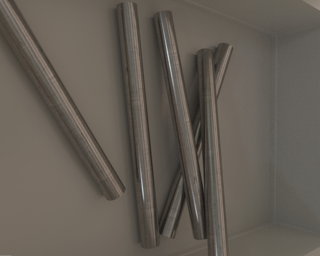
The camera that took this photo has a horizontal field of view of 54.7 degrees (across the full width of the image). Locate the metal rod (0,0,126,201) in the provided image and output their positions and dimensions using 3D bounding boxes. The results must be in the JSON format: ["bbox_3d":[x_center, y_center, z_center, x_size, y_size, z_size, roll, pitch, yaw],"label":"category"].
[{"bbox_3d":[-0.114,-0.049,0.310,0.025,0.025,0.299,-40,115,-33],"label":"metal rod"}]

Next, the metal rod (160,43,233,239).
[{"bbox_3d":[0.056,0.008,0.453,0.025,0.025,0.299,31,71,-36],"label":"metal rod"}]

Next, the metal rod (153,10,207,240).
[{"bbox_3d":[0.030,-0.004,0.410,0.025,0.025,0.298,-10,90,-40],"label":"metal rod"}]

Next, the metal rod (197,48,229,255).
[{"bbox_3d":[0.069,0.030,0.417,0.025,0.025,0.299,15,66,-39],"label":"metal rod"}]

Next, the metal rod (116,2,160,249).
[{"bbox_3d":[-0.026,0.001,0.384,0.025,0.025,0.298,-9,96,-40],"label":"metal rod"}]
